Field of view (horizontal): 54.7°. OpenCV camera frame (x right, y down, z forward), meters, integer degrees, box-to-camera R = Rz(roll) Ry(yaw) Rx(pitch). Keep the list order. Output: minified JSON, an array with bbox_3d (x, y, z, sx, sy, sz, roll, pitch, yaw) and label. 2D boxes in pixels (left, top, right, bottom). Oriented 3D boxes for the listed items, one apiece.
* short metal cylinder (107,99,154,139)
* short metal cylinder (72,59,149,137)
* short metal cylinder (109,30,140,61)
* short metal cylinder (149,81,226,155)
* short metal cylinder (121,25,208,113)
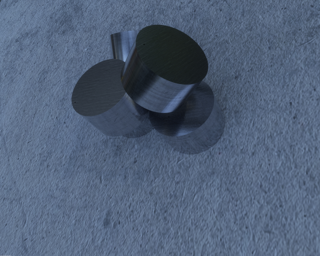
[{"bbox_3d":[-0.041,-0.032,0.429,0.080,0.050,0.080,-13,56,20],"label":"short metal cylinder"},{"bbox_3d":[-0.058,-0.036,0.375,0.080,0.050,0.080,-13,56,20],"label":"short metal cylinder"},{"bbox_3d":[-0.029,-0.108,0.442,0.080,0.080,0.050,0,101,28],"label":"short metal cylinder"},{"bbox_3d":[0.034,-0.014,0.378,0.080,0.050,0.080,-13,56,20],"label":"short metal cylinder"},{"bbox_3d":[0.004,-0.063,0.332,0.050,0.081,0.080,127,147,-50],"label":"short metal cylinder"}]
